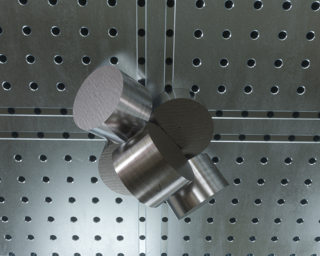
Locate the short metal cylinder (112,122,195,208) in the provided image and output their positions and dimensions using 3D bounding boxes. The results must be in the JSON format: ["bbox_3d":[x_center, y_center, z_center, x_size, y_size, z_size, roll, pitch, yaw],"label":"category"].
[{"bbox_3d":[-0.007,0.040,0.344,0.050,0.080,0.080,-39,106,13],"label":"short metal cylinder"}]

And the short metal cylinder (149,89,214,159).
[{"bbox_3d":[0.025,-0.006,0.397,0.081,0.050,0.079,0,110,-1],"label":"short metal cylinder"}]

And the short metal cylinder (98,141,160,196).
[{"bbox_3d":[-0.038,0.043,0.414,0.081,0.050,0.079,0,110,-1],"label":"short metal cylinder"}]

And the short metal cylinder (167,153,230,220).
[{"bbox_3d":[0.043,0.077,0.405,0.080,0.080,0.050,-39,71,13],"label":"short metal cylinder"}]

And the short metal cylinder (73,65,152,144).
[{"bbox_3d":[-0.056,-0.027,0.366,0.080,0.080,0.050,-44,139,14],"label":"short metal cylinder"}]
